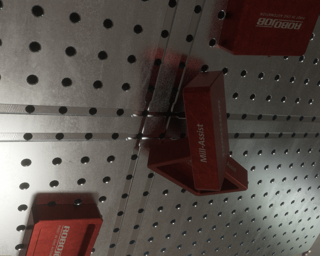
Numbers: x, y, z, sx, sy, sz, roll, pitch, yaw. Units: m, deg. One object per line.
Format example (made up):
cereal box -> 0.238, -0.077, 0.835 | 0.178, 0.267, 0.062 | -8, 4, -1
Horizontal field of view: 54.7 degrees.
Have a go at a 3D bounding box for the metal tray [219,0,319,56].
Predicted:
metal tray -> 0.147, -0.142, 0.403 | 0.131, 0.030, 0.089 | -6, 121, -26

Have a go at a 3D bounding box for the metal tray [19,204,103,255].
metal tray -> -0.143, 0.168, 0.434 | 0.091, 0.030, 0.129 | 8, 114, -32

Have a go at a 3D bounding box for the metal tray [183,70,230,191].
metal tray -> 0.062, 0.001, 0.389 | 0.030, 0.090, 0.129 | -1, 111, 21

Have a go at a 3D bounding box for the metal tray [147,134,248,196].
metal tray -> 0.056, 0.059, 0.443 | 0.090, 0.030, 0.130 | -17, 141, 36
